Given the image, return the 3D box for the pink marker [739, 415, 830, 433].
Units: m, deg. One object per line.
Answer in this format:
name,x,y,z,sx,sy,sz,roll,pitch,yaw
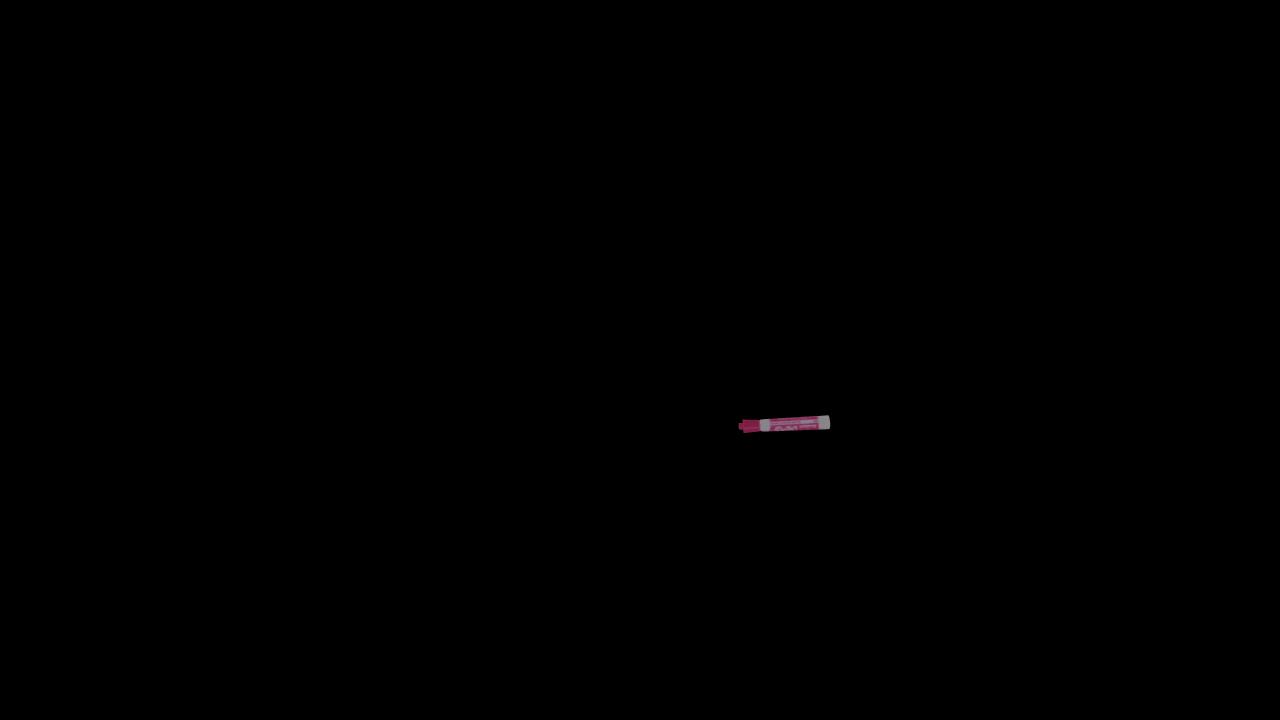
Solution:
pink marker,0.196,0.088,0.838,0.121,0.020,0.020,-4,-1,8
